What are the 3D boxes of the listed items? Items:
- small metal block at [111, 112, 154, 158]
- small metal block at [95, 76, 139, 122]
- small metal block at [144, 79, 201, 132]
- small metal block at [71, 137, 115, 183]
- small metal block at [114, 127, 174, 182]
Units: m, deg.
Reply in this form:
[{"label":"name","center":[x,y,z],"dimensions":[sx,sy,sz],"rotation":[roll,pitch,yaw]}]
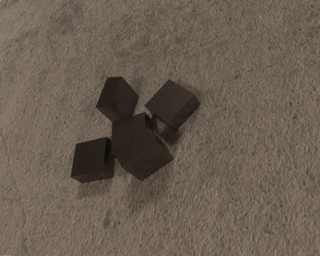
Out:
[{"label":"small metal block","center":[-0.036,0.012,0.414],"dimensions":[0.050,0.025,0.050],"rotation":[-17,55,18]},{"label":"small metal block","center":[-0.059,-0.038,0.440],"dimensions":[0.025,0.050,0.050],"rotation":[2,63,29]},{"label":"small metal block","center":[0.016,-0.030,0.413],"dimensions":[0.050,0.025,0.050],"rotation":[-48,52,-6]},{"label":"small metal block","center":[-0.090,0.044,0.422],"dimensions":[0.050,0.025,0.050],"rotation":[-13,56,20]},{"label":"small metal block","center":[-0.018,0.033,0.376],"dimensions":[0.050,0.050,0.025],"rotation":[-36,52,4]}]
